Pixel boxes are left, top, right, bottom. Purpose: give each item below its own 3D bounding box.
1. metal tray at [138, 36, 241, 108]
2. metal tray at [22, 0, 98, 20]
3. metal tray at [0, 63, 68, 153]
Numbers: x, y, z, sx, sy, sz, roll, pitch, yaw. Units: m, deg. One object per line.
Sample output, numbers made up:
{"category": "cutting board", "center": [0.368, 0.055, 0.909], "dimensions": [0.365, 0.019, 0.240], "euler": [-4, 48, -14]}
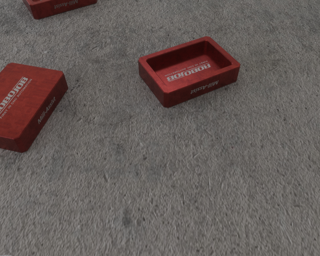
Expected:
{"category": "metal tray", "center": [0.044, -0.090, 0.475], "dimensions": [0.131, 0.030, 0.090], "euler": [-22, 54, -18]}
{"category": "metal tray", "center": [-0.205, -0.269, 0.624], "dimensions": [0.131, 0.030, 0.090], "euler": [-25, 55, -20]}
{"category": "metal tray", "center": [-0.197, -0.033, 0.426], "dimensions": [0.090, 0.030, 0.130], "euler": [11, 51, 9]}
